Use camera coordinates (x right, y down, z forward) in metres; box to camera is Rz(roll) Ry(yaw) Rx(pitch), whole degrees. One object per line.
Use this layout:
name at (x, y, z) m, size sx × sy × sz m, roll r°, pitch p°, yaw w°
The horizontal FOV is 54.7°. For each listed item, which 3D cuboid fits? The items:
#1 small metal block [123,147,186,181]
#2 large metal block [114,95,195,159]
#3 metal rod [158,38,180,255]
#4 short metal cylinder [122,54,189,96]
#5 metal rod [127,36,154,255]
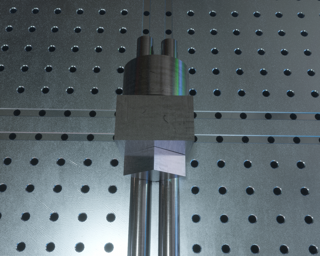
small metal block at (-0.006, 0.043, 0.358) m, size 0.050 × 0.050 × 0.025 m, roll 19°, pitch 63°, yaw -42°
large metal block at (-0.005, 0.002, 0.355) m, size 0.081 × 0.080 × 0.050 m, roll 0°, pitch 70°, yaw 0°
metal rod at (0.012, 0.015, 0.408) m, size 0.025 × 0.025 × 0.299 m, roll 1°, pitch 70°, yaw 0°
short metal cylinder at (-0.005, -0.046, 0.377) m, size 0.081 × 0.080 × 0.050 m, roll 1°, pitch 70°, yaw 0°
metal rod at (-0.023, 0.011, 0.409) m, size 0.025 × 0.025 × 0.299 m, roll 1°, pitch 70°, yaw 0°
